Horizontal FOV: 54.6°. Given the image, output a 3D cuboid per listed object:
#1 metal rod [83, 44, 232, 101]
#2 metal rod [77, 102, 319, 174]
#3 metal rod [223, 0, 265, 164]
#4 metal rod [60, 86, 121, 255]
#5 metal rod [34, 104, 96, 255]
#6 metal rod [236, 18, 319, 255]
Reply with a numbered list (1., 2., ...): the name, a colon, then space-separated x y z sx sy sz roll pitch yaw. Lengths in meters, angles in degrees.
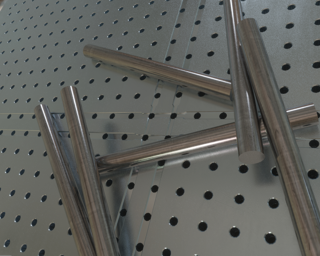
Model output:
1. metal rod: -0.018 -0.093 0.475 0.300 0.025 0.025 23 74 36
2. metal rod: 0.029 0.021 0.380 0.300 0.025 0.025 -15 56 19
3. metal rod: 0.099 -0.091 0.392 0.025 0.025 0.300 -12 50 22
4. metal rod: -0.085 0.068 0.385 0.025 0.025 0.299 -28 61 11
5. metal rod: -0.138 0.065 0.442 0.025 0.025 0.300 -37 51 3
6. metal rod: 0.122 0.011 0.310 0.025 0.025 0.299 -17 64 19
